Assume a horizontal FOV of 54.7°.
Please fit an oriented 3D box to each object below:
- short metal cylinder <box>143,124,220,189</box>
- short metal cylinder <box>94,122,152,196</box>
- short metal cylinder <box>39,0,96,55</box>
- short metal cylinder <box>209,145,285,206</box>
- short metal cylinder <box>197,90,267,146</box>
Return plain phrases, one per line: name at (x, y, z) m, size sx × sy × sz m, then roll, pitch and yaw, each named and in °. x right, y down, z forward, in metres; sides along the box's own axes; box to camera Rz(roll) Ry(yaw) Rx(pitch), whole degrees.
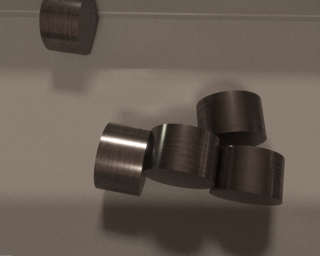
short metal cylinder at (0.025, 0.034, 0.350) m, size 0.080 × 0.080 × 0.050 m, roll 10°, pitch 69°, yaw 3°
short metal cylinder at (-0.041, 0.036, 0.367) m, size 0.050 × 0.080 × 0.080 m, roll 10°, pitch 70°, yaw 3°
short metal cylinder at (-0.125, -0.145, 0.432) m, size 0.050 × 0.080 × 0.080 m, roll 9°, pitch 70°, yaw 3°
short metal cylinder at (0.101, 0.057, 0.361) m, size 0.080 × 0.080 × 0.050 m, roll 10°, pitch 70°, yaw 3°
short metal cylinder at (0.087, -0.006, 0.384) m, size 0.081 × 0.080 × 0.050 m, roll -1°, pitch 70°, yaw -1°
